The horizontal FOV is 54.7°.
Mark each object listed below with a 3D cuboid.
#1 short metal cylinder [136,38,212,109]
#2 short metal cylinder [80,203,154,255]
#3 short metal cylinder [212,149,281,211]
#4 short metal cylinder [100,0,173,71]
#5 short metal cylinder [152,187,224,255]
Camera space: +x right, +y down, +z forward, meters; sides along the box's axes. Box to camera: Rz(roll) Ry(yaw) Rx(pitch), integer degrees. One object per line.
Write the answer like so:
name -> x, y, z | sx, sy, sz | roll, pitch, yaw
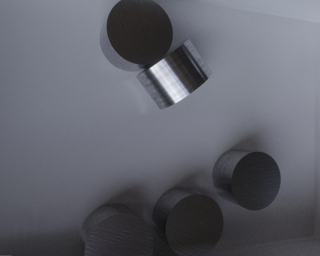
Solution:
short metal cylinder -> 0.017, -0.067, 0.387 | 0.080, 0.080, 0.050 | -40, 103, -15
short metal cylinder -> -0.054, 0.138, 0.378 | 0.081, 0.050, 0.080 | 0, 90, -20
short metal cylinder -> 0.123, 0.072, 0.442 | 0.081, 0.050, 0.080 | 0, 90, -20
short metal cylinder -> -0.031, -0.114, 0.386 | 0.081, 0.050, 0.080 | 0, 90, -20
short metal cylinder -> 0.036, 0.122, 0.411 | 0.081, 0.050, 0.080 | 0, 90, -20
